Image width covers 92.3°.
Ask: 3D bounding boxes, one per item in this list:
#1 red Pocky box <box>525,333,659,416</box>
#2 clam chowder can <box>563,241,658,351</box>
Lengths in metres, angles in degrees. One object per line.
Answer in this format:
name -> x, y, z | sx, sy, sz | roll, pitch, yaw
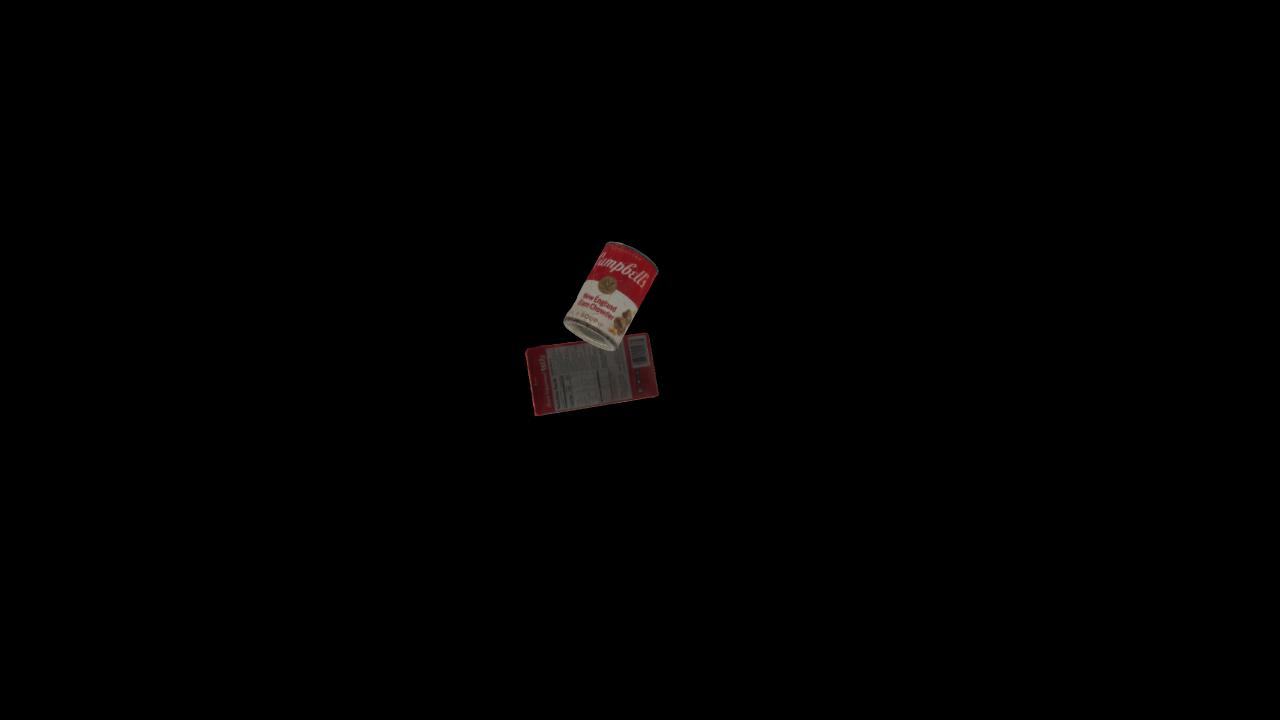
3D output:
red Pocky box -> -0.059, 0.016, 0.754 | 0.155, 0.083, 0.028 | -8, -3, -17
clam chowder can -> -0.032, -0.069, 0.675 | 0.068, 0.102, 0.068 | 26, -12, 6
